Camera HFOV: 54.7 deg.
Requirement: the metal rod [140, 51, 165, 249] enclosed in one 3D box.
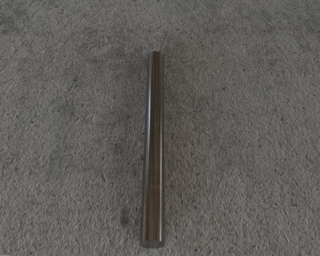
[{"bbox_3d":[-0.007,0.001,0.404,0.025,0.025,0.300,0,50,0],"label":"metal rod"}]
